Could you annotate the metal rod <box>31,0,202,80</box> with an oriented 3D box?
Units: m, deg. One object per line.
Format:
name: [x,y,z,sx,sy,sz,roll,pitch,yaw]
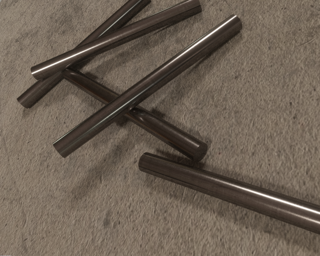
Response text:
metal rod: [-0.077,-0.147,0.515,0.301,0.025,0.025,-21,54,9]

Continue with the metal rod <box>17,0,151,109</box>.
metal rod: [-0.136,-0.144,0.560,0.300,0.025,0.025,-42,51,-1]

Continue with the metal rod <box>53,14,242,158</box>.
metal rod: [-0.011,-0.060,0.419,0.301,0.025,0.025,-37,51,-8]

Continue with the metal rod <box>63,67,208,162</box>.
metal rod: [-0.055,-0.033,0.451,0.300,0.025,0.025,31,79,37]

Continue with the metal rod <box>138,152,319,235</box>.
metal rod: [0.103,0.073,0.304,0.300,0.025,0.025,14,69,33]
